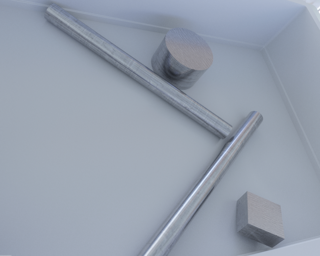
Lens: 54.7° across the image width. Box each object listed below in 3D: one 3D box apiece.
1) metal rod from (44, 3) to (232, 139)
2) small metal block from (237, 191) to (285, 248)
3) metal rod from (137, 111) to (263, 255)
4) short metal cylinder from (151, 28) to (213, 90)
[{"bbox_3d":[-0.026,-0.076,0.439,0.301,0.025,0.025,34,51,-7],"label":"metal rod"},{"bbox_3d":[0.127,0.116,0.396,0.050,0.025,0.050,24,40,-6],"label":"small metal block"},{"bbox_3d":[0.069,0.062,0.406,0.025,0.025,0.302,45,51,3],"label":"metal rod"},{"bbox_3d":[0.034,-0.106,0.474,0.081,0.050,0.080,14,56,-21],"label":"short metal cylinder"}]
